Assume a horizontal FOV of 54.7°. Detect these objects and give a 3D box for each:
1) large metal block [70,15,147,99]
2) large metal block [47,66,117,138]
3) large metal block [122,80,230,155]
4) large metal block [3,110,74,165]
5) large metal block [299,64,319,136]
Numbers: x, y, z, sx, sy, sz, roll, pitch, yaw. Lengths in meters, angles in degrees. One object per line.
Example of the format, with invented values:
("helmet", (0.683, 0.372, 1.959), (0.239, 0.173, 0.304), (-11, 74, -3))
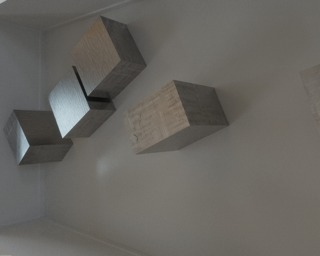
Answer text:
("large metal block", (-0.077, -0.100, 0.451), (0.080, 0.050, 0.080), (-39, 67, 33))
("large metal block", (-0.125, -0.039, 0.491), (0.080, 0.050, 0.080), (-39, 66, 32))
("large metal block", (0.018, -0.009, 0.354), (0.080, 0.081, 0.050), (-30, 72, 36))
("large metal block", (-0.213, 0.015, 0.543), (0.050, 0.081, 0.080), (-50, 61, 28))
("large metal block", (0.157, -0.011, 0.241), (0.050, 0.081, 0.080), (-21, 77, 38))
